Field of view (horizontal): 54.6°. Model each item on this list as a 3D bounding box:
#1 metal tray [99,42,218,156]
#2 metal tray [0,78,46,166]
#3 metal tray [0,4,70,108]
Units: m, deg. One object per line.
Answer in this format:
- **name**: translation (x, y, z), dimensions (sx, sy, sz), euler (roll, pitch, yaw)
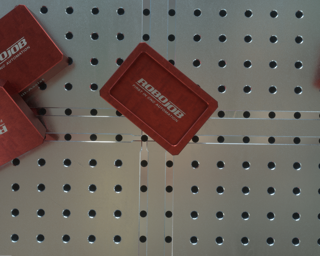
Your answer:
- **metal tray**: translation (-0.001, -0.037, 0.410), dimensions (0.130, 0.030, 0.090), euler (40, 90, 0)
- **metal tray**: translation (-0.226, 0.008, 0.390), dimensions (0.130, 0.030, 0.090), euler (-28, 119, 0)
- **metal tray**: translation (-0.200, -0.086, 0.410), dimensions (0.130, 0.030, 0.090), euler (-37, 90, 0)
